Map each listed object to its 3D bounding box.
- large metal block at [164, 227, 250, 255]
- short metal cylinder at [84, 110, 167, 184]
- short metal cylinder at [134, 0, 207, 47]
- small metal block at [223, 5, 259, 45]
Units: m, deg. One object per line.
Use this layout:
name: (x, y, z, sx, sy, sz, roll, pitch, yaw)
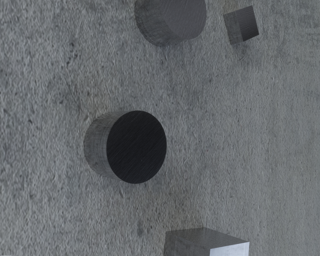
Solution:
large metal block: (0.062, 0.173, 0.421, 0.081, 0.080, 0.050, 10, 84, -40)
short metal cylinder: (-0.039, 0.021, 0.356, 0.081, 0.050, 0.080, 0, 90, -40)
short metal cylinder: (0.014, -0.150, 0.400, 0.081, 0.050, 0.080, 0, 90, -40)
small metal block: (0.136, -0.172, 0.518, 0.050, 0.025, 0.050, -31, 109, -36)
